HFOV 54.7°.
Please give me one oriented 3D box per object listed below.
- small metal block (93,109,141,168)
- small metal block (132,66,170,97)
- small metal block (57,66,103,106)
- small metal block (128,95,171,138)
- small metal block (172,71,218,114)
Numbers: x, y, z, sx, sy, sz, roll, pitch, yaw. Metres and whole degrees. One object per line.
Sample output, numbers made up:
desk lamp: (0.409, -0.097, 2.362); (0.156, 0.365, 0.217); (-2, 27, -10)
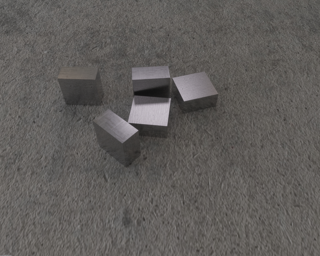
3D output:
small metal block: (-0.051, 0.013, 0.376); (0.050, 0.050, 0.025); (34, 58, 25)
small metal block: (-0.013, -0.059, 0.436); (0.050, 0.050, 0.025); (-4, 50, -3)
small metal block: (-0.110, -0.058, 0.435); (0.050, 0.050, 0.025); (2, 50, 1)
small metal block: (-0.013, -0.016, 0.416); (0.050, 0.025, 0.050); (5, 50, 4)
small metal block: (0.049, -0.052, 0.447); (0.050, 0.025, 0.050); (-13, 51, -11)
